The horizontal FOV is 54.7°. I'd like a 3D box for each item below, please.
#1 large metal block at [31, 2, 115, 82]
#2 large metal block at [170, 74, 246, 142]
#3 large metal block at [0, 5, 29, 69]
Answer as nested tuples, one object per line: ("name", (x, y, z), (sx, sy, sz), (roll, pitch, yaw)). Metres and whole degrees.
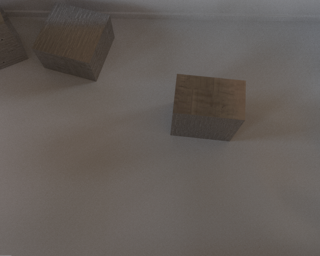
("large metal block", (-0.119, -0.122, 0.439), (0.080, 0.050, 0.080), (15, 71, 5))
("large metal block", (0.057, -0.023, 0.389), (0.080, 0.080, 0.050), (6, 70, 2))
("large metal block", (-0.240, -0.121, 0.421), (0.080, 0.080, 0.050), (-24, 72, -11))
